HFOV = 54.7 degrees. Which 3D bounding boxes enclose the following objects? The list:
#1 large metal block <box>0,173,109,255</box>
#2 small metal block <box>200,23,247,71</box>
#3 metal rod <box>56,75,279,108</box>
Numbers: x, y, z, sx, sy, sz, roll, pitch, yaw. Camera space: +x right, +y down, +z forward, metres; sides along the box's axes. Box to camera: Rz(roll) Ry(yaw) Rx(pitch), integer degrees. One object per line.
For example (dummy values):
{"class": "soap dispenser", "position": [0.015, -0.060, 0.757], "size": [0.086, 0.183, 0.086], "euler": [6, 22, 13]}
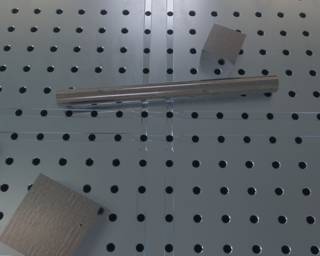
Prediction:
{"class": "large metal block", "position": [-0.118, 0.110, 0.357], "size": [0.080, 0.050, 0.080], "euler": [25, 72, 9]}
{"class": "small metal block", "position": [0.093, -0.119, 0.456], "size": [0.050, 0.025, 0.050], "euler": [22, 71, 8]}
{"class": "metal rod", "position": [0.012, -0.051, 0.430], "size": [0.302, 0.025, 0.025], "euler": [-4, 70, -2]}
